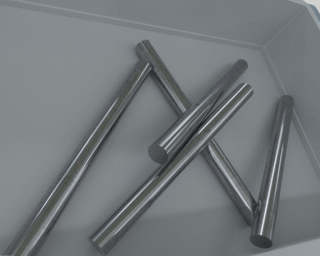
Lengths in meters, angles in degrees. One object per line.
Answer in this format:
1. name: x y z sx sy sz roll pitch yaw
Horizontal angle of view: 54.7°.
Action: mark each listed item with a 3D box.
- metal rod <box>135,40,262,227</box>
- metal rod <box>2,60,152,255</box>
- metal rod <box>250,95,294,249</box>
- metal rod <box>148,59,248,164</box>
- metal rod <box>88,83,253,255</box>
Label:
1. metal rod: 0.050 -0.001 0.435 0.025 0.025 0.299 -22 74 -36
2. metal rod: -0.076 0.017 0.354 0.025 0.025 0.301 32 51 -8
3. metal rod: 0.172 0.040 0.457 0.025 0.025 0.301 37 45 -4
4. metal rod: 0.072 -0.042 0.444 0.025 0.025 0.302 44 42 2
5. metal rod: 0.033 0.030 0.382 0.025 0.025 0.302 46 58 3
